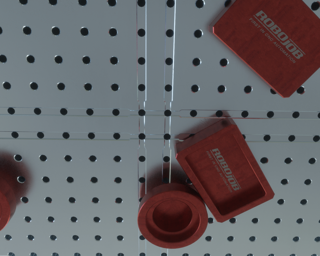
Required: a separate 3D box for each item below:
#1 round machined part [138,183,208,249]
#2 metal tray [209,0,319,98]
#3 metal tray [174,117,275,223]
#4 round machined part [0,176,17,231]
[{"bbox_3d":[0.018,0.122,0.450,0.099,0.042,0.097,0,110,-1],"label":"round machined part"},{"bbox_3d":[0.136,-0.110,0.372,0.130,0.030,0.090,38,105,-13],"label":"metal tray"},{"bbox_3d":[0.090,0.061,0.434,0.090,0.030,0.130,-30,108,10],"label":"metal tray"},{"bbox_3d":[-0.253,0.101,0.438,0.099,0.042,0.097,0,110,-1],"label":"round machined part"}]
